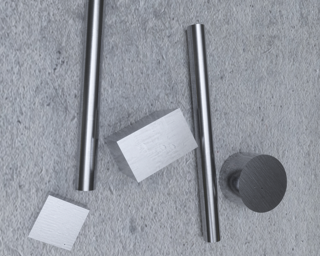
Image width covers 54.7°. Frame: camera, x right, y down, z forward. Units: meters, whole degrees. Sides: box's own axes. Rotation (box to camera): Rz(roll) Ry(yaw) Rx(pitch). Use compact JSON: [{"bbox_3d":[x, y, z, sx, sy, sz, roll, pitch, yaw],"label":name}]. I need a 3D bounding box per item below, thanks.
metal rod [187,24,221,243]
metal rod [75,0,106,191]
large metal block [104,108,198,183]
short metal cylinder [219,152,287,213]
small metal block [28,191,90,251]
[{"bbox_3d":[0.062,0.008,0.433,0.025,0.025,0.298,-5,92,-20],"label":"metal rod"},{"bbox_3d":[-0.083,-0.075,0.378,0.025,0.025,0.298,3,89,-20],"label":"metal rod"},{"bbox_3d":[-0.015,0.018,0.375,0.080,0.080,0.050,-29,100,-18],"label":"large metal block"},{"bbox_3d":[0.133,0.076,0.447,0.081,0.050,0.079,0,90,-21],"label":"short metal cylinder"},{"bbox_3d":[-0.119,0.109,0.366,0.050,0.025,0.050,27,81,-18],"label":"small metal block"}]
